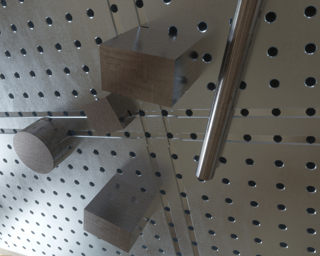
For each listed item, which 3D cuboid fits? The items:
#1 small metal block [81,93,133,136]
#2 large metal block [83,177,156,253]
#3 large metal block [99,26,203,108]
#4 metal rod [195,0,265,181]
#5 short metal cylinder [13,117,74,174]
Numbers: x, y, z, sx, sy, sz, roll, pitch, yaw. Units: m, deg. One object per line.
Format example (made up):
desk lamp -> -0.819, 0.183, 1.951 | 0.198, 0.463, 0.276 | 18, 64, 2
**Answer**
small metal block -> -0.075, -0.020, 0.436 | 0.050, 0.025, 0.050 | -15, 111, 34
large metal block -> -0.063, 0.134, 0.490 | 0.080, 0.080, 0.050 | 22, 126, 15
large metal block -> -0.008, -0.070, 0.335 | 0.080, 0.080, 0.050 | 16, 125, 19
metal rod -> 0.077, -0.060, 0.332 | 0.025, 0.025, 0.298 | 19, 126, 16
short metal cylinder -> -0.192, 0.029, 0.511 | 0.080, 0.050, 0.079 | 13, 124, 20
